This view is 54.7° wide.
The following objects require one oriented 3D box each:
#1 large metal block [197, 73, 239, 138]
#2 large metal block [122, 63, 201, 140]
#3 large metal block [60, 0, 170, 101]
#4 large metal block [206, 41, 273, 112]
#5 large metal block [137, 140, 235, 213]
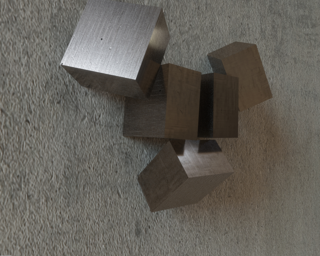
[{"bbox_3d":[0.058,-0.028,0.422,0.050,0.080,0.079,1,90,-40],"label":"large metal block"},{"bbox_3d":[0.000,-0.028,0.373,0.050,0.080,0.080,6,86,-40],"label":"large metal block"},{"bbox_3d":[-0.043,-0.082,0.324,0.050,0.080,0.080,59,47,-69],"label":"large metal block"},{"bbox_3d":[0.116,-0.079,0.462,0.050,0.080,0.080,-24,109,2],"label":"large metal block"},{"bbox_3d":[0.031,0.059,0.391,0.081,0.080,0.050,1,50,-40],"label":"large metal block"}]
